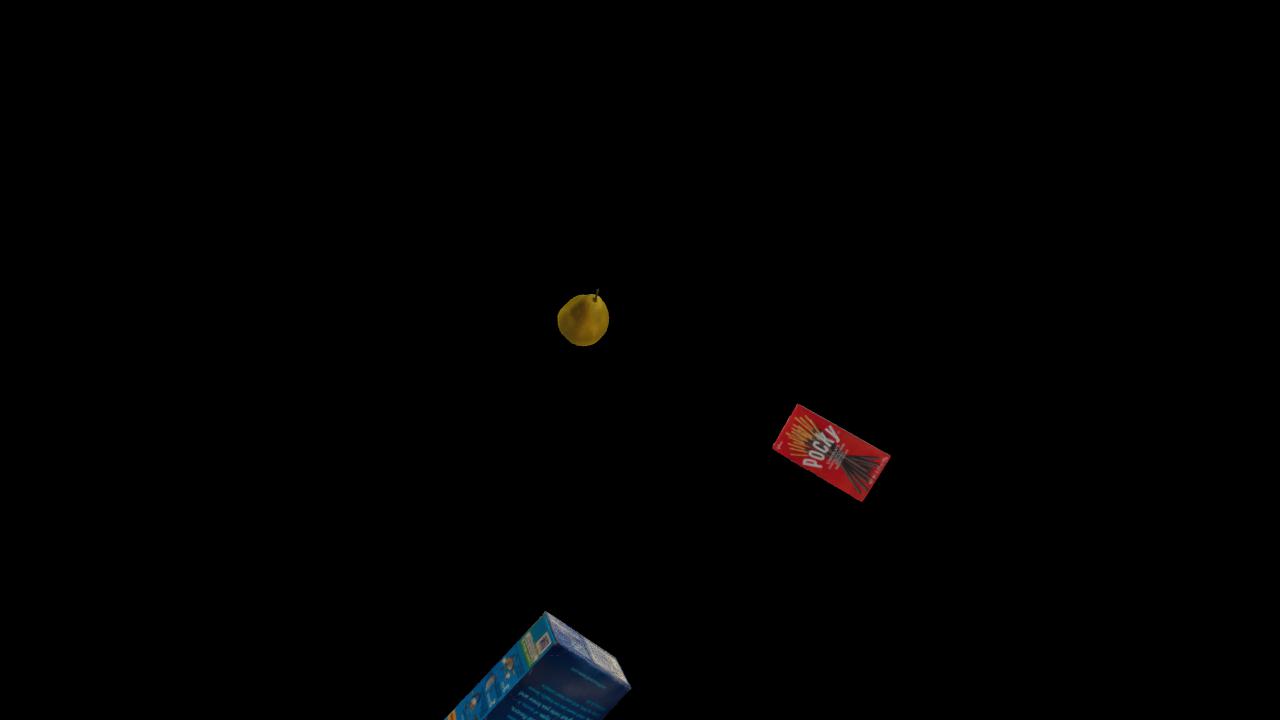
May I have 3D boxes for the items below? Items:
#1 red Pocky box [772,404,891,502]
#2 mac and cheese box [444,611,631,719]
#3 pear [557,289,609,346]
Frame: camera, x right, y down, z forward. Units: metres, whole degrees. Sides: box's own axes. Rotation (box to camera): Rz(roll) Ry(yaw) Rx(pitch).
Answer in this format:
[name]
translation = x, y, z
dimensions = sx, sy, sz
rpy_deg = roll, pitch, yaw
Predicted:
[red Pocky box]
translation = 0.287, 0.139, 0.934
dimensions = 0.155, 0.083, 0.028
rpy_deg = 30, 9, 17
[mac and cheese box]
translation = -0.102, 0.289, 0.469
dimensions = 0.093, 0.184, 0.041
rpy_deg = 47, -5, -31
[pear]
translation = -0.076, -0.065, 0.890
dimensions = 0.080, 0.080, 0.111
rpy_deg = 0, -14, -15
